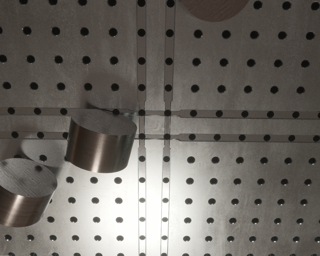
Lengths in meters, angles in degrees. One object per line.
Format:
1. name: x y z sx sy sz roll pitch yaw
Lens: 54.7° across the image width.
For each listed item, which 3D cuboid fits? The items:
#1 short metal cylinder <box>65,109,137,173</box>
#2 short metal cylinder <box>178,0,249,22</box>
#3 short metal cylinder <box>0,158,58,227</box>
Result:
1. short metal cylinder: -0.074 0.014 0.388 0.081 0.080 0.050 14 110 -6
2. short metal cylinder: 0.058 -0.160 0.342 0.081 0.050 0.079 0 110 -1
3. short metal cylinder: -0.186 0.084 0.413 0.080 0.080 0.050 26 108 -10
